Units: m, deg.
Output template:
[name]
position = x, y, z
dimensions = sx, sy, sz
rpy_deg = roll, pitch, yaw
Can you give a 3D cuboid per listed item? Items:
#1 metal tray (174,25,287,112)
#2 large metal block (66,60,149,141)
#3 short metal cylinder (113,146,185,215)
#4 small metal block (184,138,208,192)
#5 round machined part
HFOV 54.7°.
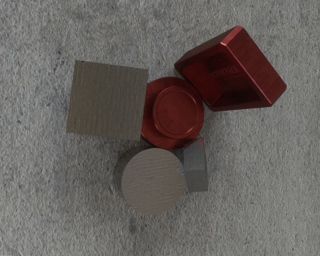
[metal tray]
position = 0.079, -0.065, 0.384
dimensions = 0.030, 0.130, 0.090
rpy_deg = -46, 105, -14
[large metal block]
position = -0.058, -0.029, 0.363
dimensions = 0.081, 0.050, 0.080
rpy_deg = 7, 88, -3
[short metal cylinder]
position = -0.015, 0.064, 0.393
dimensions = 0.081, 0.050, 0.079
rpy_deg = 0, 90, -21
[small metal block]
position = 0.047, 0.049, 0.404
dimensions = 0.025, 0.050, 0.050
rpy_deg = -5, 137, 10
[round machined part]
position = 0.016, -0.020, 0.409
dimensions = 0.099, 0.042, 0.097
rpy_deg = 0, 90, -21
